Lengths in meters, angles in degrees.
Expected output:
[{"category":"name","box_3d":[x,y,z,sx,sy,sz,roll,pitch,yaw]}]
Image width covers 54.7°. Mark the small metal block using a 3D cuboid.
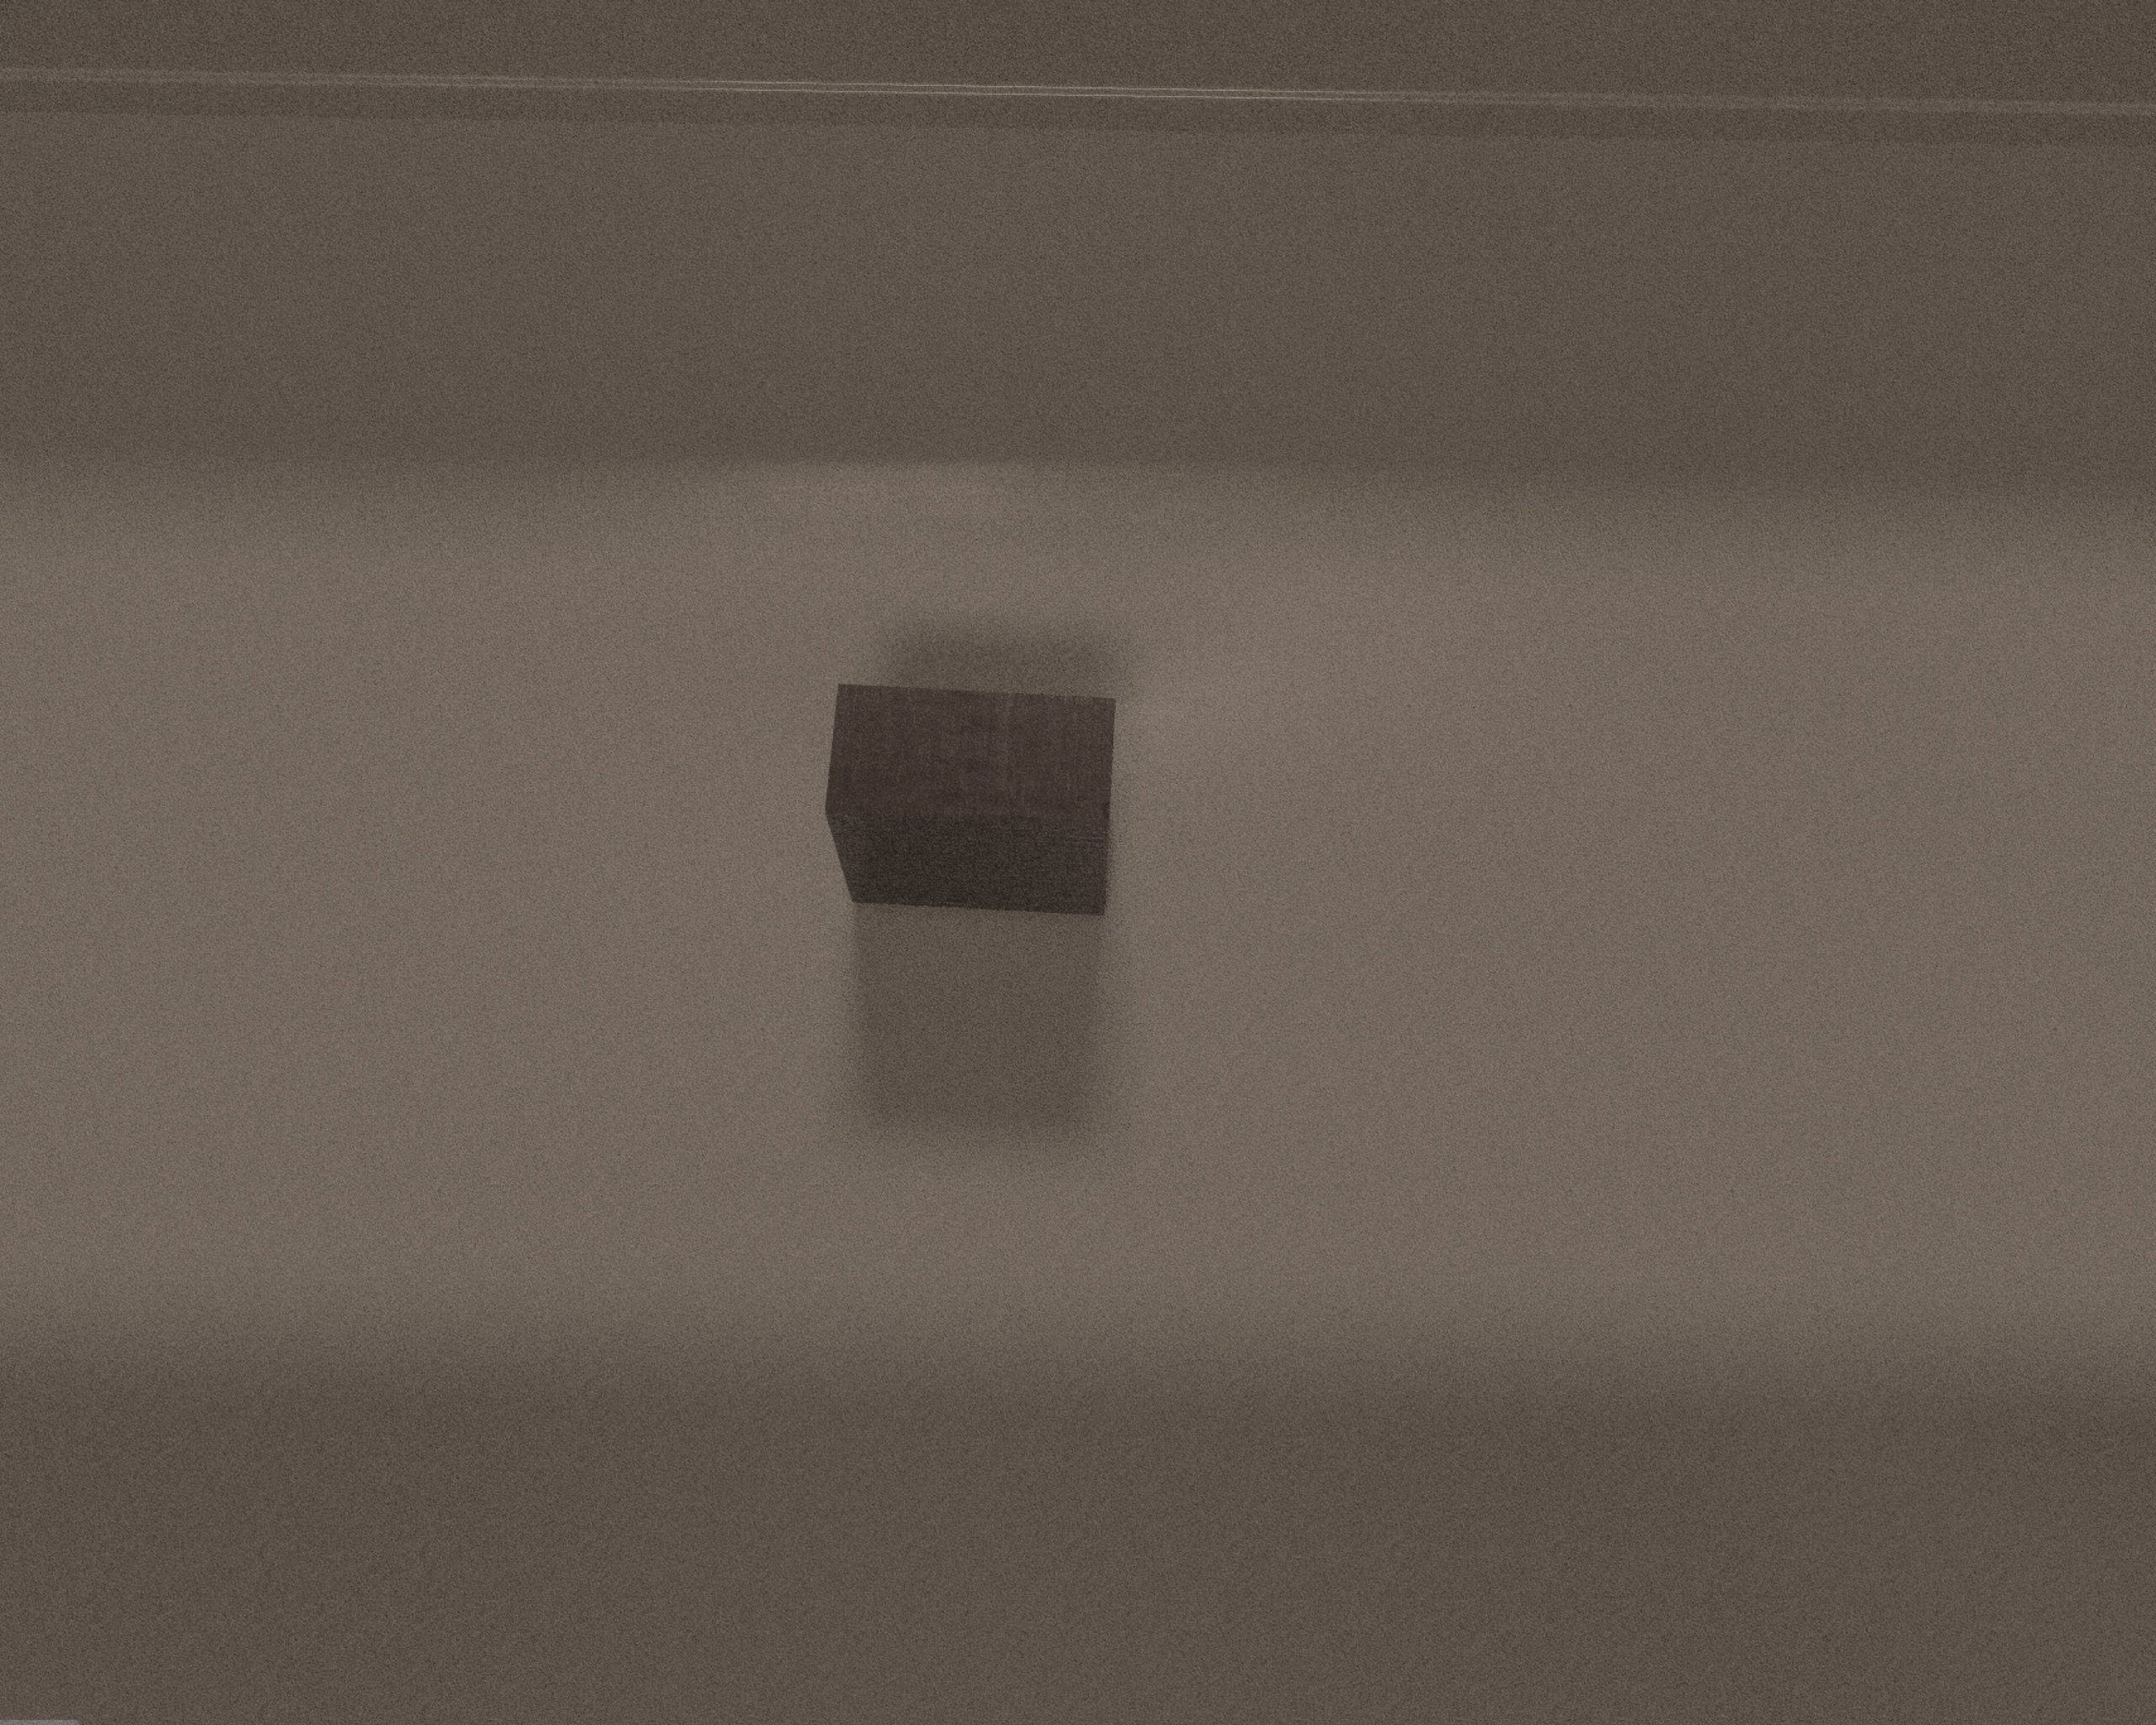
[{"category":"small metal block","box_3d":[-0.019,-0.011,0.396,0.050,0.050,0.025,3,70,1]}]
